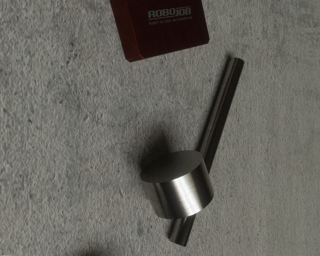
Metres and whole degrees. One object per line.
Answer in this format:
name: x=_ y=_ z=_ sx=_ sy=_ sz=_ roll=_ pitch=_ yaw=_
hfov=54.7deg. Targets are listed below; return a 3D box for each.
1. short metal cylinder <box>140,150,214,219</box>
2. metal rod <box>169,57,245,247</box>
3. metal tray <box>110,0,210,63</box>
short metal cylinder: x=0.022 y=0.068 z=0.387 sx=0.081 sy=0.080 sz=0.050 roll=-31 pitch=110 yaw=-36
metal rod: x=0.075 y=0.025 z=0.467 sx=0.025 sy=0.025 sz=0.299 roll=33 pitch=69 yaw=-35
metal tray: x=0.005 y=-0.143 z=0.405 sx=0.131 sy=0.030 sz=0.089 roll=-24 pitch=105 yaw=-37
